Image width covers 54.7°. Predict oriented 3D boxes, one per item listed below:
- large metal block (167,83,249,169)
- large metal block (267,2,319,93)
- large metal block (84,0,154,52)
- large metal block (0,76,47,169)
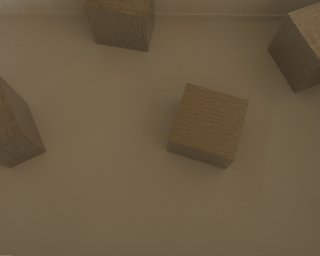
[{"bbox_3d":[0.060,-0.002,0.397,0.080,0.050,0.080,17,71,6],"label":"large metal block"},{"bbox_3d":[0.200,-0.106,0.420,0.050,0.080,0.080,-21,72,-7],"label":"large metal block"},{"bbox_3d":[-0.053,-0.157,0.437,0.080,0.080,0.050,10,71,3],"label":"large metal block"},{"bbox_3d":[-0.191,-0.005,0.381,0.050,0.080,0.080,-25,72,-9],"label":"large metal block"}]
